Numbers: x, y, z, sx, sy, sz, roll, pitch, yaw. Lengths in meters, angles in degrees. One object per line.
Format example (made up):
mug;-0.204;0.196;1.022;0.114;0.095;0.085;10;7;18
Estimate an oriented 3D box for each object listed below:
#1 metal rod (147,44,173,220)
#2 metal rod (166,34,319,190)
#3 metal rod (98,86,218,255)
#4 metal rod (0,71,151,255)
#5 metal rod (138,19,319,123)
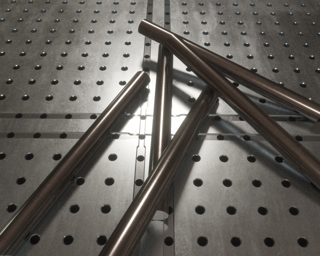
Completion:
metal rod;0.003;-0.022;0.425;0.025;0.025;0.300;2;50;1
metal rod;0.111;-0.028;0.407;0.025;0.025;0.300;-31;65;-24
metal rod;0.015;0.033;0.351;0.025;0.025;0.301;20;44;15
metal rod;-0.094;0.026;0.384;0.025;0.025;0.301;22;53;17
metal rod;0.096;-0.092;0.466;0.301;0.025;0.025;31;56;15
